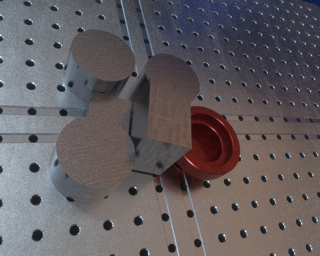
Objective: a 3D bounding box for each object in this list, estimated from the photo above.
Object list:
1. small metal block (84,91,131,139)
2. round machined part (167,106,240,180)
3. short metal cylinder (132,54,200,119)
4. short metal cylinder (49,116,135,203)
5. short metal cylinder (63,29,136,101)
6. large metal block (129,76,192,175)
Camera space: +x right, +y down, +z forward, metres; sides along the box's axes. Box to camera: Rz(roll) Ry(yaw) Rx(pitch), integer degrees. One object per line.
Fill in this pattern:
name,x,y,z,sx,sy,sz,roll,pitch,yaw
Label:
small metal block,-0.065,-0.012,0.380,0.050,0.025,0.050,14,56,-21
round machined part,0.053,0.023,0.411,0.099,0.042,0.098,14,56,-21
short metal cylinder,0.008,-0.055,0.429,0.081,0.050,0.080,14,56,-21
short metal cylinder,-0.073,0.034,0.332,0.081,0.050,0.080,14,56,-21
short metal cylinder,-0.078,-0.078,0.397,0.081,0.050,0.080,14,56,-21
large metal block,-0.005,0.000,0.366,0.050,0.080,0.080,15,56,-20
